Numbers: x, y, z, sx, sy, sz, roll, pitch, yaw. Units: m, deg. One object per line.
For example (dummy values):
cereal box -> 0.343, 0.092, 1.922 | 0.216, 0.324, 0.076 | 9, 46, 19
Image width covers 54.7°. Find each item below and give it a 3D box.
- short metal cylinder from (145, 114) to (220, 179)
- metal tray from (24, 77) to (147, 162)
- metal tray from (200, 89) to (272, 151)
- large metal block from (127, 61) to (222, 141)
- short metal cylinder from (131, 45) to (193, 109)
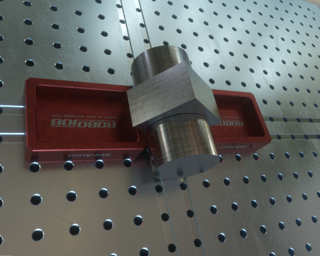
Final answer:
short metal cylinder -> 0.026, 0.024, 0.371 | 0.081, 0.080, 0.050 | 2, 61, -28
metal tray -> -0.087, -0.009, 0.363 | 0.131, 0.030, 0.090 | 1, 61, -28
metal tray -> 0.096, -0.012, 0.464 | 0.131, 0.030, 0.090 | 1, 61, -28
large metal block -> 0.019, -0.026, 0.380 | 0.080, 0.080, 0.050 | 30, 41, -54
short metal cylinder -> 0.005, -0.064, 0.414 | 0.081, 0.080, 0.050 | 1, 61, -28
